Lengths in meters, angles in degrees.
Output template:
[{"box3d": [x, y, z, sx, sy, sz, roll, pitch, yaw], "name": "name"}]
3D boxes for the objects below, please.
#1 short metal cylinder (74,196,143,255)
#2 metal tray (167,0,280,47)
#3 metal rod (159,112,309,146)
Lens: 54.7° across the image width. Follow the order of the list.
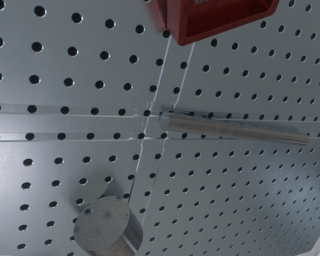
[{"box3d": [-0.070, 0.141, 0.425, 0.080, 0.080, 0.050, -31, 129, -9], "name": "short metal cylinder"}, {"box3d": [0.073, -0.147, 0.329, 0.131, 0.030, 0.090, -22, 152, -12], "name": "metal tray"}, {"box3d": [0.134, 0.006, 0.488, 0.302, 0.025, 0.025, 7, 115, -32], "name": "metal rod"}]
